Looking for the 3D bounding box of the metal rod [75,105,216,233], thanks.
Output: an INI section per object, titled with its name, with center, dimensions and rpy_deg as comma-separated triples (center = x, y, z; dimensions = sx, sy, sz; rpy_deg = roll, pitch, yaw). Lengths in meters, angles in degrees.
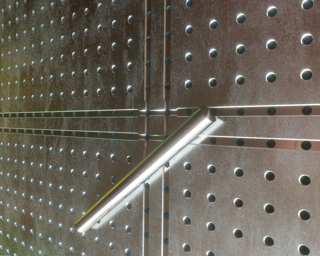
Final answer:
[metal rod]
center = -0.036, 0.072, 0.437
dimensions = 0.299, 0.025, 0.025
rpy_deg = -44, 64, 30
